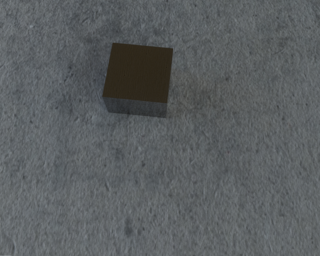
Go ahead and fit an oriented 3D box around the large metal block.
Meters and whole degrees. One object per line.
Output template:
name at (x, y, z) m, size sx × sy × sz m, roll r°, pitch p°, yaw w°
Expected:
large metal block at (-0.027, -0.063, 0.418) m, size 0.080 × 0.050 × 0.080 m, roll 6°, pitch 70°, yaw 2°
